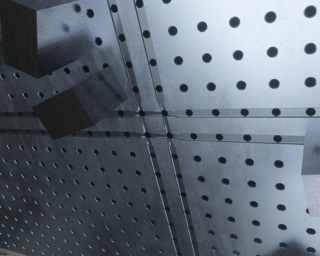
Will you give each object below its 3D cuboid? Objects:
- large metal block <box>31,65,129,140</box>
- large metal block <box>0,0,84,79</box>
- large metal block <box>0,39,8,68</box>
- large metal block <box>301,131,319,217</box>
[{"bbox_3d":[-0.103,-0.034,0.407,0.080,0.080,0.050,-17,110,34],"label":"large metal block"},{"bbox_3d":[-0.140,-0.117,0.375,0.050,0.080,0.079,25,127,13],"label":"large metal block"},{"bbox_3d":[-0.286,-0.118,0.470,0.080,0.050,0.080,-10,114,32],"label":"large metal block"},{"bbox_3d":[0.188,0.041,0.302,0.080,0.080,0.050,-7,115,31],"label":"large metal block"}]
